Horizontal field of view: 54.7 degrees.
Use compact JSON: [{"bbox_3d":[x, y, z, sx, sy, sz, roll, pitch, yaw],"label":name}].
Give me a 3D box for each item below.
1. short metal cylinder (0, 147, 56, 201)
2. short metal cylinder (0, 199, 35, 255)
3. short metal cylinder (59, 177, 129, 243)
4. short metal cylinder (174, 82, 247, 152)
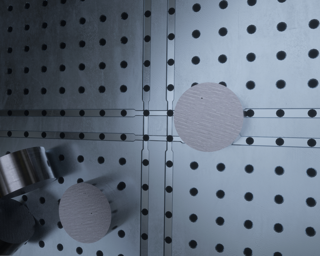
[{"bbox_3d":[-0.201,0.066,0.454,0.080,0.080,0.050,-27,81,18],"label":"short metal cylinder"},{"bbox_3d":[-0.240,0.153,0.468,0.050,0.080,0.080,-44,77,15],"label":"short metal cylinder"},{"bbox_3d":[-0.091,0.112,0.431,0.080,0.050,0.079,0,90,20],"label":"short metal cylinder"},{"bbox_3d":[0.063,-0.012,0.377,0.080,0.050,0.079,0,90,20],"label":"short metal cylinder"}]
